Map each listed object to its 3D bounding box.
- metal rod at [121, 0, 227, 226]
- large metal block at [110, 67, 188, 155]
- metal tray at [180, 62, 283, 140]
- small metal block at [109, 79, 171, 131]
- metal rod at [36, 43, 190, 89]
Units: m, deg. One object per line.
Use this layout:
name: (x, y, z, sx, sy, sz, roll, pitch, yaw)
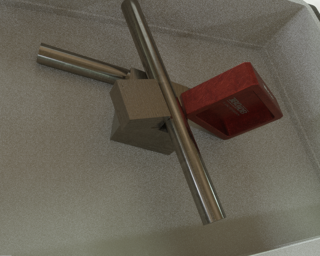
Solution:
metal rod: (0.007, -0.036, 0.367, 0.025, 0.025, 0.299, -7, 65, -32)
large metal block: (-0.012, -0.020, 0.395, 0.081, 0.050, 0.080, 17, 55, -19)
metal tray: (0.096, -0.027, 0.398, 0.130, 0.090, 0.030, 25, 46, -54)
small metal block: (-0.022, -0.027, 0.345, 0.050, 0.025, 0.050, -7, 65, -32)
metal rod: (-0.012, -0.060, 0.436, 0.302, 0.025, 0.025, 14, 56, -21)
